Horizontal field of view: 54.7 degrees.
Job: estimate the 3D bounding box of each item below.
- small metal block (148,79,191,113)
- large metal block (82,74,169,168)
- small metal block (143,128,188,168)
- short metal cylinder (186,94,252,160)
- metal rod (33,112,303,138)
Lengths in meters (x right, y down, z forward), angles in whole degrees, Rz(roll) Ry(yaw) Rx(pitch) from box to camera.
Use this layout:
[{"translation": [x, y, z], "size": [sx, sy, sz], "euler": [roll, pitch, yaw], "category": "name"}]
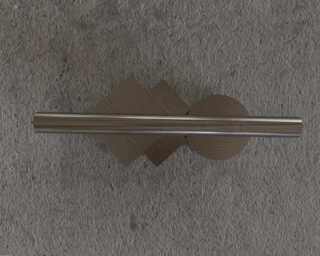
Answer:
[{"translation": [0.011, -0.033, 0.399], "size": [0.025, 0.050, 0.050], "euler": [-43, 91, 0], "category": "small metal block"}, {"translation": [-0.038, -0.008, 0.397], "size": [0.080, 0.050, 0.080], "euler": [-42, 90, 0], "category": "large metal block"}, {"translation": [0.006, 0.022, 0.400], "size": [0.050, 0.050, 0.025], "euler": [-42, 91, 0], "category": "small metal block"}, {"translation": [0.070, -0.001, 0.398], "size": [0.081, 0.050, 0.080], "euler": [0, 90, 0], "category": "short metal cylinder"}, {"translation": [0.009, -0.004, 0.359], "size": [0.302, 0.025, 0.025], "euler": [1, 90, -1], "category": "metal rod"}]
